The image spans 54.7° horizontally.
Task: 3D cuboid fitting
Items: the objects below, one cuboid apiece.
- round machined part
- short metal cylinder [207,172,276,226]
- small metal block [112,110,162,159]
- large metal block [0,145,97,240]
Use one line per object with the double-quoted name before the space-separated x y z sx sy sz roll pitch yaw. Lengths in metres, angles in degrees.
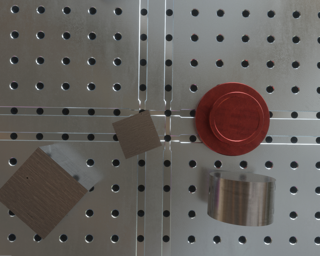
"round machined part" 0.096 -0.012 0.406 0.099 0.042 0.097 0 90 -1
"short metal cylinder" 0.101 0.085 0.387 0.081 0.080 0.050 3 90 -1
"small metal block" -0.030 0.008 0.413 0.050 0.025 0.050 -21 90 -1
"large metal block" -0.144 0.079 0.399 0.080 0.050 0.080 42 90 -1
